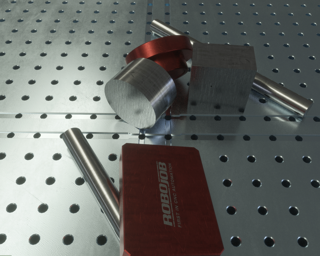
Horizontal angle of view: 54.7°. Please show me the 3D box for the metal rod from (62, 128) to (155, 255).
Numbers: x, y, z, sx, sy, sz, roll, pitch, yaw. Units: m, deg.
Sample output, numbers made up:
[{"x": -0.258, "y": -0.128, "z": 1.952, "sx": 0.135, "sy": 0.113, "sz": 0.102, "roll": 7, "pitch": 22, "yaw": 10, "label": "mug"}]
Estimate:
[{"x": -0.032, "y": 0.106, "z": 0.318, "sx": 0.025, "sy": 0.025, "sz": 0.300, "roll": -26, "pitch": 55, "yaw": -21, "label": "metal rod"}]

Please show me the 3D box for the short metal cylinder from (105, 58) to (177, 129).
[{"x": -0.025, "y": -0.045, "z": 0.409, "sx": 0.080, "sy": 0.080, "sz": 0.050, "roll": 26, "pitch": 56, "yaw": 20, "label": "short metal cylinder"}]

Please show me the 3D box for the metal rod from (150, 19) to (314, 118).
[{"x": 0.098, "y": -0.106, "z": 0.497, "sx": 0.300, "sy": 0.025, "sz": 0.025, "roll": 37, "pitch": 59, "yaw": 26, "label": "metal rod"}]

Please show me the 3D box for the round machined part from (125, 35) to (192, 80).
[{"x": 0.003, "y": -0.092, "z": 0.449, "sx": 0.099, "sy": 0.098, "sz": 0.042, "roll": -17, "pitch": 85, "yaw": -14, "label": "round machined part"}]

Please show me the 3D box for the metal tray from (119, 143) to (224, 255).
[{"x": 0.005, "y": 0.075, "z": 0.321, "sx": 0.091, "sy": 0.030, "sz": 0.130, "roll": 5, "pitch": 43, "yaw": -12, "label": "metal tray"}]

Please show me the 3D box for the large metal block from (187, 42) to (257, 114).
[{"x": 0.082, "y": -0.068, "z": 0.430, "sx": 0.080, "sy": 0.080, "sz": 0.050, "roll": 5, "pitch": 51, "yaw": 3, "label": "large metal block"}]
